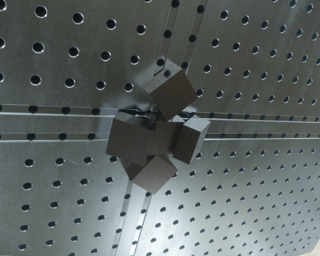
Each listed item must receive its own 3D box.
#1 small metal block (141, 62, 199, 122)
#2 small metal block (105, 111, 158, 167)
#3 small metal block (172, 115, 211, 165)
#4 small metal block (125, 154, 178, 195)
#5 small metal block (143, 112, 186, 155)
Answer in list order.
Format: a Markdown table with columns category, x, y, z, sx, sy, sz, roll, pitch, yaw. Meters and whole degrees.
| category | x | y | z | sx | sy | sz | roll | pitch | yaw |
| --- | --- | --- | --- | --- | --- | --- | --- | --- | --- |
| small metal block | 0.013 | -0.045 | 0.390 | 0.050 | 0.025 | 0.050 | -38 | 129 | -3 |
| small metal block | -0.035 | 0.013 | 0.383 | 0.050 | 0.025 | 0.050 | 18 | 114 | 3 |
| small metal block | 0.044 | 0.015 | 0.426 | 0.050 | 0.025 | 0.050 | -36 | 146 | -61 |
| small metal block | -0.011 | 0.061 | 0.441 | 0.050 | 0.025 | 0.050 | -47 | 128 | 5 |
| small metal block | 0.000 | 0.008 | 0.415 | 0.050 | 0.025 | 0.050 | 1 | 117 | -29 |
